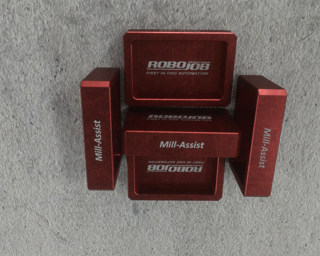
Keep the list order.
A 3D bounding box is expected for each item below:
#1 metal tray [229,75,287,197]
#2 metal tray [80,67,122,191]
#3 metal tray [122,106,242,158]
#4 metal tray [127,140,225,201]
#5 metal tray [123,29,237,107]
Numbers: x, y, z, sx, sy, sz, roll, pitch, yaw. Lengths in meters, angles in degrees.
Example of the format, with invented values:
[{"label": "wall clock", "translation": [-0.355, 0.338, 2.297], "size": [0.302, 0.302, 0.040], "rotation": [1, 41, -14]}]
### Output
[{"label": "metal tray", "translation": [0.114, 0.007, 0.380], "size": [0.030, 0.090, 0.129], "rotation": [1, 110, 0]}, {"label": "metal tray", "translation": [-0.067, -0.002, 0.375], "size": [0.030, 0.090, 0.129], "rotation": [1, 111, -1]}, {"label": "metal tray", "translation": [0.024, 0.002, 0.379], "size": [0.131, 0.090, 0.030], "rotation": [1, 111, -1]}, {"label": "metal tray", "translation": [0.021, 0.054, 0.430], "size": [0.131, 0.030, 0.089], "rotation": [1, 109, -1]}, {"label": "metal tray", "translation": [0.023, -0.073, 0.382], "size": [0.131, 0.030, 0.089], "rotation": [0, 113, -1]}]
